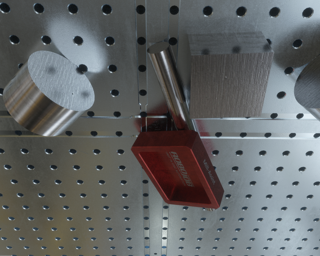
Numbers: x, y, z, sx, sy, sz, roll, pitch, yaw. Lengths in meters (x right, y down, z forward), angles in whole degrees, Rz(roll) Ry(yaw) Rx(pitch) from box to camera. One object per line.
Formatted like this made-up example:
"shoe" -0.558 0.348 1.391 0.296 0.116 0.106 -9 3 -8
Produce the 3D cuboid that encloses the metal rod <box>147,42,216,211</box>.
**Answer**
"metal rod" 0.042 0.021 0.429 0.025 0.025 0.299 -13 129 11

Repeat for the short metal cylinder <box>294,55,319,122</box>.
"short metal cylinder" 0.199 -0.043 0.341 0.050 0.080 0.080 33 123 -25

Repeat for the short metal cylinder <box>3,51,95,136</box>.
"short metal cylinder" -0.121 -0.038 0.342 0.050 0.080 0.080 -37 121 27

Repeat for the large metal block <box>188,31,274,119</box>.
"large metal block" 0.073 -0.058 0.346 0.080 0.050 0.079 -2 130 1

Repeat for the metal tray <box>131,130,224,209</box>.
"metal tray" 0.027 0.060 0.435 0.090 0.030 0.130 -3 132 32
